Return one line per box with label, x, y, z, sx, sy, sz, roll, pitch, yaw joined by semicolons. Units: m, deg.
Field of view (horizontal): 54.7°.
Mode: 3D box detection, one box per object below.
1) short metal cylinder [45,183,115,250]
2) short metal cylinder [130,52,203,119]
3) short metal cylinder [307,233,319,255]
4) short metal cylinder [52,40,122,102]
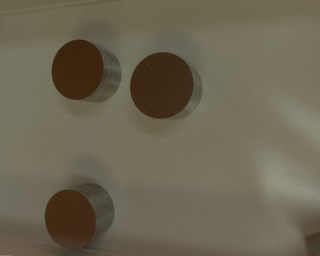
short metal cylinder;-0.112;0.122;0.435;0.080;0.050;0.079;0;90;19
short metal cylinder;0.009;-0.051;0.393;0.080;0.050;0.079;0;90;19
short metal cylinder;0.198;0.138;0.312;0.080;0.080;0.050;-14;86;19
short metal cylinder;-0.101;-0.077;0.432;0.080;0.050;0.079;0;90;19
